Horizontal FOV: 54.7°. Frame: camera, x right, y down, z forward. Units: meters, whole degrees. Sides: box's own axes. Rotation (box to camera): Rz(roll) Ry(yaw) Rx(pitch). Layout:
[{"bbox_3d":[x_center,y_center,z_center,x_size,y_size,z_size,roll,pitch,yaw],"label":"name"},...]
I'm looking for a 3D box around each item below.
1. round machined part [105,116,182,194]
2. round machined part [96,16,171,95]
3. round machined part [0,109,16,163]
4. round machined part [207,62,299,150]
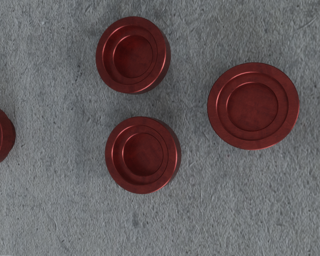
[{"bbox_3d":[-0.019,0.034,0.407,0.098,0.042,0.097,0,90,20],"label":"round machined part"},{"bbox_3d":[-0.032,-0.093,0.411,0.098,0.042,0.097,0,90,20],"label":"round machined part"},{"bbox_3d":[-0.273,0.012,0.497,0.098,0.042,0.097,0,90,20],"label":"round machined part"},{"bbox_3d":[0.108,-0.024,0.362,0.098,0.042,0.097,0,90,20],"label":"round machined part"}]
